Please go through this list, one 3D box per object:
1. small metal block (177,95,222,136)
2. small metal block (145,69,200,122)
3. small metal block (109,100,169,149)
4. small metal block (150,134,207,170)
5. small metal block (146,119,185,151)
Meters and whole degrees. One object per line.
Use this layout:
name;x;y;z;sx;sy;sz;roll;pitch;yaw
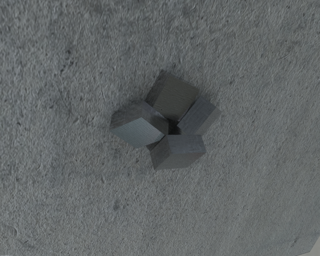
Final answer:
small metal block;0.054;-0.013;0.418;0.050;0.025;0.050;-52;162;8
small metal block;0.014;-0.040;0.393;0.050;0.025;0.050;19;108;-36
small metal block;-0.025;-0.003;0.380;0.050;0.025;0.050;-21;139;31
small metal block;0.022;0.031;0.394;0.050;0.025;0.050;0;151;-29
small metal block;0.015;0.020;0.431;0.050;0.025;0.050;-48;129;5
